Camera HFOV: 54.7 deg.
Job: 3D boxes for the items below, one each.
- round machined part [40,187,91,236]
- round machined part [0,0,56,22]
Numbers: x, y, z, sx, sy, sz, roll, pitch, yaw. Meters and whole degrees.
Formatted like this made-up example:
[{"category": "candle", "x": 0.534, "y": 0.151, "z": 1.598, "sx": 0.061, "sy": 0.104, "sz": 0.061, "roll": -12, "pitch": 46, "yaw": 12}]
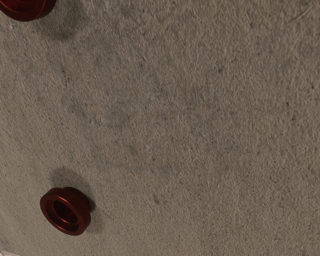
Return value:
[{"category": "round machined part", "x": -0.169, "y": 0.148, "z": 0.574, "sx": 0.098, "sy": 0.042, "sz": 0.097, "roll": 13, "pitch": 124, "yaw": 20}, {"category": "round machined part", "x": -0.160, "y": -0.180, "z": 0.366, "sx": 0.098, "sy": 0.042, "sz": 0.097, "roll": 13, "pitch": 124, "yaw": 20}]
